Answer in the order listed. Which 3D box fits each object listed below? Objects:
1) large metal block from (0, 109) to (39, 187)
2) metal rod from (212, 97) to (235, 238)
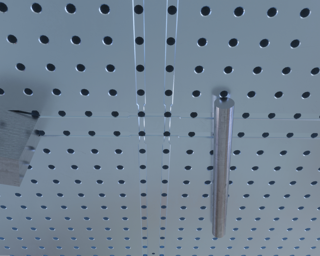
[{"bbox_3d":[-0.206,0.021,0.390,0.081,0.080,0.050,11,129,-10],"label":"large metal block"},{"bbox_3d":[0.095,0.082,0.482,0.025,0.025,0.298,-5,130,3],"label":"metal rod"}]
